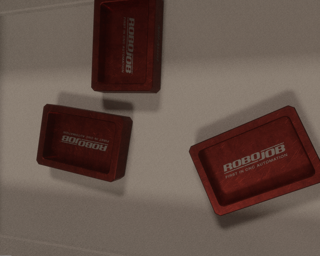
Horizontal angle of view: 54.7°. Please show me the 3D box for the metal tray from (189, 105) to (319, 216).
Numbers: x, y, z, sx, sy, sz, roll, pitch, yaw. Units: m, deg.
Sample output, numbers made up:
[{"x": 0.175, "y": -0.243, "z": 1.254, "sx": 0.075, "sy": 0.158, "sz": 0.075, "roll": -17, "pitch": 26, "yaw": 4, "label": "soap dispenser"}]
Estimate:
[{"x": 0.112, "y": 0.040, "z": 0.368, "sx": 0.130, "sy": 0.030, "sz": 0.090, "roll": -25, "pitch": 82, "yaw": 18, "label": "metal tray"}]

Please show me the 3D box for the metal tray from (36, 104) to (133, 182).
[{"x": -0.110, "y": 0.019, "z": 0.445, "sx": 0.130, "sy": 0.030, "sz": 0.089, "roll": 10, "pitch": 93, "yaw": 19, "label": "metal tray"}]

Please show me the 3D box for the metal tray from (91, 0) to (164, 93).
[{"x": -0.045, "y": -0.113, "z": 0.422, "sx": 0.090, "sy": 0.030, "sz": 0.129, "roll": 3, "pitch": 91, "yaw": 19, "label": "metal tray"}]
